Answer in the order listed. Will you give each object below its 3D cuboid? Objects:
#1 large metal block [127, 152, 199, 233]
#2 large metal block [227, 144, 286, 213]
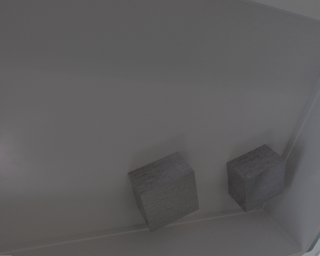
[{"bbox_3d":[0.007,0.093,0.454,0.081,0.050,0.080,-22,127,-15],"label":"large metal block"},{"bbox_3d":[0.166,0.087,0.536,0.081,0.050,0.080,-23,127,-15],"label":"large metal block"}]
